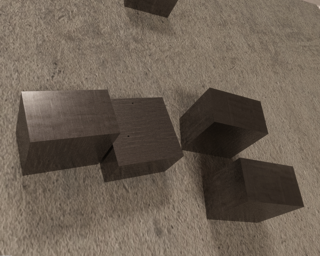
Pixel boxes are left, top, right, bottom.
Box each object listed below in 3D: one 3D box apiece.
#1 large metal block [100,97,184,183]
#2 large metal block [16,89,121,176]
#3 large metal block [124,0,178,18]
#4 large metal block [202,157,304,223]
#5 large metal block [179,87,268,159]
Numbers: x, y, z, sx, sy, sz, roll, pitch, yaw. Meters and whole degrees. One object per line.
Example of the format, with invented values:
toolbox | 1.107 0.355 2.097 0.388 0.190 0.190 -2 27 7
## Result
large metal block | -0.030 0.012 0.366 0.081 0.050 0.080 -6 65 -31
large metal block | -0.097 0.005 0.314 0.081 0.080 0.050 -6 65 -31
large metal block | -0.018 -0.245 0.529 0.081 0.050 0.080 5 60 -26
large metal block | 0.110 0.080 0.381 0.081 0.080 0.050 11 57 -23
large metal block | 0.082 -0.003 0.416 0.081 0.080 0.050 12 57 -23
